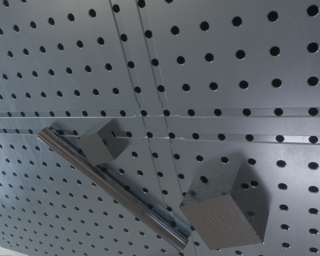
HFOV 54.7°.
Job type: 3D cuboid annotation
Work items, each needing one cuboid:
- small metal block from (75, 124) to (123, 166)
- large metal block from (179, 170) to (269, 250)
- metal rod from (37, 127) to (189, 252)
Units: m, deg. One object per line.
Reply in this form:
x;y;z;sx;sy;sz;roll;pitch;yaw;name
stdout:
-0.094;0.027;0.478;0.050;0.025;0.050;-18;109;35;small metal block
0.087;0.112;0.419;0.080;0.050;0.080;-26;104;37;large metal block
-0.078;0.100;0.514;0.300;0.025;0.025;38;129;2;metal rod
